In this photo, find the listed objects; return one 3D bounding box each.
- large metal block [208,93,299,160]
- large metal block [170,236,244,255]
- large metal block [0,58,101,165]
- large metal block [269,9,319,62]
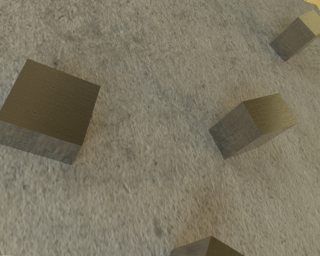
[{"bbox_3d":[0.131,-0.002,0.443,0.081,0.080,0.050,-14,69,-34],"label":"large metal block"},{"bbox_3d":[0.036,0.159,0.293,0.050,0.080,0.080,34,51,-7],"label":"large metal block"},{"bbox_3d":[-0.119,-0.016,0.334,0.080,0.050,0.080,20,54,-17],"label":"large metal block"},{"bbox_3d":[0.291,-0.192,0.646,0.081,0.080,0.050,-31,80,-38],"label":"large metal block"}]
